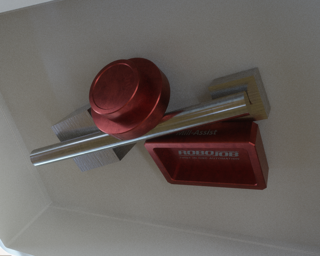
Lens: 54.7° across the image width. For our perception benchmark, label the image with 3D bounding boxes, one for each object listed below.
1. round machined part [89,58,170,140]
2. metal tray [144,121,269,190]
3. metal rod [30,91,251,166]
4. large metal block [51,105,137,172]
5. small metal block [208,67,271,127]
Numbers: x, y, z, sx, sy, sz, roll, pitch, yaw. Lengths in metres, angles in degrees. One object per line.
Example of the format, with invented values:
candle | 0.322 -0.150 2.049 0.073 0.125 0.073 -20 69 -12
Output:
round machined part | -0.041 -0.039 0.353 0.098 0.098 0.042 -4 157 30
metal tray | 0.057 0.035 0.376 0.130 0.030 0.090 -2 137 28
metal rod | -0.043 0.008 0.375 0.300 0.025 0.025 -14 111 26
large metal block | -0.093 0.009 0.442 0.080 0.050 0.080 -19 109 35
small metal block | 0.088 -0.033 0.339 0.050 0.025 0.050 -12 113 33
